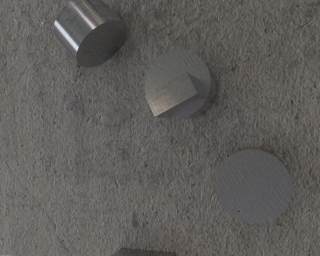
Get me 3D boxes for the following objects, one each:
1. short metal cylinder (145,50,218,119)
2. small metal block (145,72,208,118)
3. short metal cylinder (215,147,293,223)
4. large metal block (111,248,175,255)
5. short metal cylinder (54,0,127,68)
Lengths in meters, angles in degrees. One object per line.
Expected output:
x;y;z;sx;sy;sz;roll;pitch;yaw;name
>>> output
0.028;-0.052;0.386;0.080;0.050;0.079;0;90;20;short metal cylinder
0.019;-0.034;0.336;0.050;0.050;0.025;-28;81;18;small metal block
0.108;0.063;0.357;0.080;0.050;0.079;0;90;20;short metal cylinder
-0.024;0.209;0.404;0.080;0.050;0.080;-3;89;20;large metal block
-0.091;-0.127;0.412;0.080;0.080;0.050;-44;76;15;short metal cylinder
